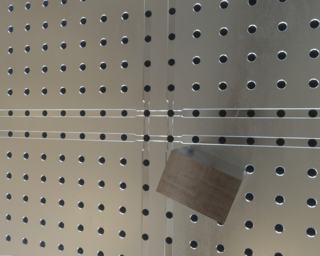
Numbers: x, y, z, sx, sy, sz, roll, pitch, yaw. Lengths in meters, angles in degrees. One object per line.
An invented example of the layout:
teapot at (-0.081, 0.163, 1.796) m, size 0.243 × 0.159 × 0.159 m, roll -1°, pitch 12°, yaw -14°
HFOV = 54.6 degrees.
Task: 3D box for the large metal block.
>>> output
large metal block at (0.053, 0.061, 0.365) m, size 0.080 × 0.080 × 0.050 m, roll 23°, pitch 98°, yaw 18°
